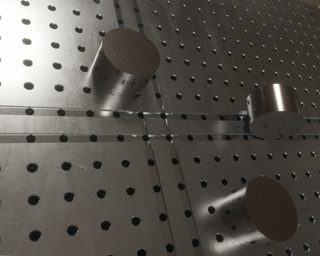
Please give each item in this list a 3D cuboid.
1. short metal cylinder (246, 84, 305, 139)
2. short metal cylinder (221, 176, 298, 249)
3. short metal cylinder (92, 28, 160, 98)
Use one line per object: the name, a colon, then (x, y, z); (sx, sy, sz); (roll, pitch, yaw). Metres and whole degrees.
short metal cylinder: (0.179, -0.024, 0.487); (0.081, 0.080, 0.050); (16, 55, -20)
short metal cylinder: (0.126, 0.108, 0.396); (0.081, 0.050, 0.080); (14, 56, -21)
short metal cylinder: (-0.047, -0.088, 0.422); (0.081, 0.050, 0.080); (14, 56, -21)
